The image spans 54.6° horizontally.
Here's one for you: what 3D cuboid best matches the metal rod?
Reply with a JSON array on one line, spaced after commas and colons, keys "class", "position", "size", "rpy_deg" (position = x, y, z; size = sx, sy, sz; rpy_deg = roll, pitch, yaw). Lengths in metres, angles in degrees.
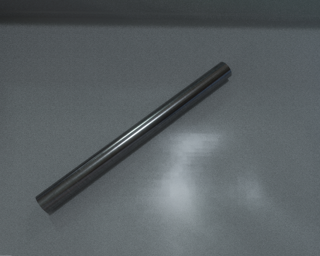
[{"class": "metal rod", "position": [-0.025, 0.005, 0.407], "size": [0.301, 0.025, 0.025], "rpy_deg": [-37, 74, -13]}]
